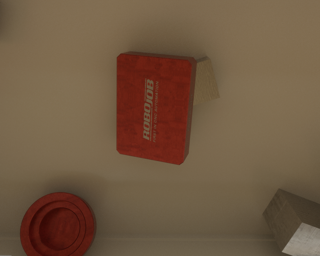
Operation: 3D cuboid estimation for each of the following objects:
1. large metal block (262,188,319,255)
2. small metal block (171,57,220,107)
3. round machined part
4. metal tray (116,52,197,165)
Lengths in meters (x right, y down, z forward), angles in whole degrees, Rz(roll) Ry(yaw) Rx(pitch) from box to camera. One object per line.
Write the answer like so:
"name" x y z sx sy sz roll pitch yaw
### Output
"large metal block" 0.204 0.140 0.436 0.080 0.080 0.050 21 109 -8
"small metal block" 0.043 -0.057 0.391 0.050 0.025 0.050 -16 110 5
"round machined part" -0.139 0.141 0.436 0.099 0.042 0.098 1 74 -2
"metal tray" -0.007 -0.025 0.385 0.090 0.030 0.129 9 111 15
